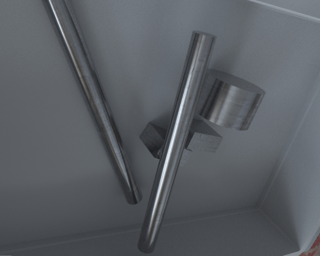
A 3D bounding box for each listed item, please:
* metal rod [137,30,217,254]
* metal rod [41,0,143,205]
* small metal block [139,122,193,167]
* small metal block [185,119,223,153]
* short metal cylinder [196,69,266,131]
[{"bbox_3d":[0.013,0.036,0.374,0.025,0.025,0.298,-1,119,-29],"label":"metal rod"},{"bbox_3d":[-0.068,-0.014,0.363,0.025,0.025,0.298,-25,128,-13],"label":"metal rod"},{"bbox_3d":[0.007,0.022,0.412,0.050,0.050,0.025,23,106,-37],"label":"small metal block"},{"bbox_3d":[0.049,0.008,0.426,0.050,0.050,0.025,11,113,-34],"label":"small metal block"},{"bbox_3d":[0.087,-0.038,0.399,0.081,0.080,0.050,6,115,-32],"label":"short metal cylinder"}]
